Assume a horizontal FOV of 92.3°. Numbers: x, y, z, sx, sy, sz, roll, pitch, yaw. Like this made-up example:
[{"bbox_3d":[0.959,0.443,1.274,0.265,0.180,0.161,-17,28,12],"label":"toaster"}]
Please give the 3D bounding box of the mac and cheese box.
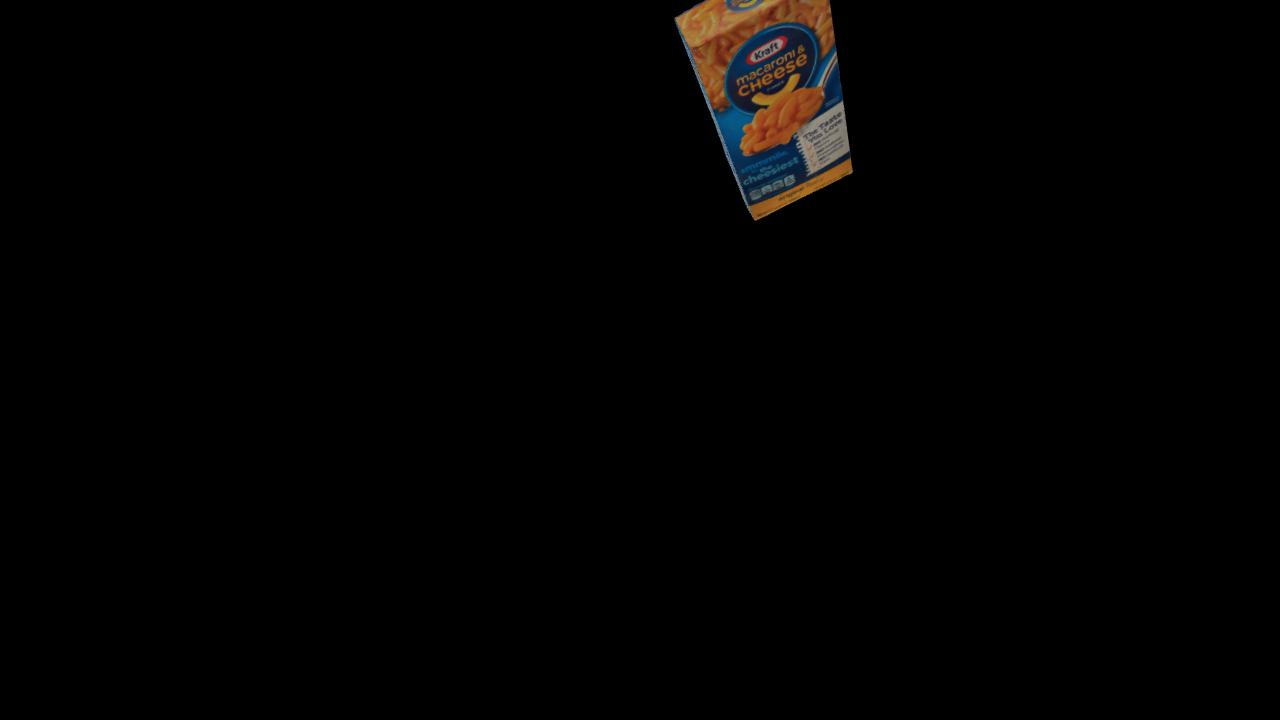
[{"bbox_3d":[0.100,-0.189,0.455,0.093,0.041,0.184,-23,-31,13],"label":"mac and cheese box"}]
